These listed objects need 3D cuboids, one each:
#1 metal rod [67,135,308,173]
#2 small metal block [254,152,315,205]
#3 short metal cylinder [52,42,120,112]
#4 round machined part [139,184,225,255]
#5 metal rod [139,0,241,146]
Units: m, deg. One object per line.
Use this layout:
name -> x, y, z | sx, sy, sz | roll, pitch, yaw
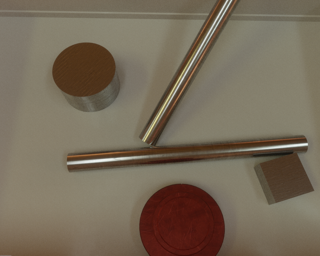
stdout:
metal rod -> 0.036, 0.033, 0.398 | 0.302, 0.025, 0.025 | -4, 70, -2
small metal block -> 0.154, 0.064, 0.388 | 0.050, 0.025, 0.050 | -16, 71, -6
short metal cylinder -> -0.097, -0.068, 0.420 | 0.081, 0.050, 0.080 | 0, 70, 0
round machined part -> 0.025, 0.111, 0.356 | 0.099, 0.042, 0.098 | 0, 64, 0
metal rod -> 0.058, -0.110, 0.382 | 0.025, 0.025, 0.299 | 32, 99, 10
